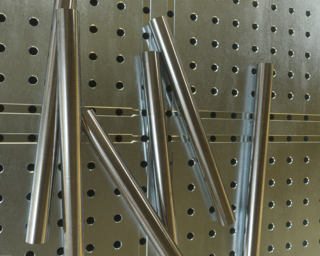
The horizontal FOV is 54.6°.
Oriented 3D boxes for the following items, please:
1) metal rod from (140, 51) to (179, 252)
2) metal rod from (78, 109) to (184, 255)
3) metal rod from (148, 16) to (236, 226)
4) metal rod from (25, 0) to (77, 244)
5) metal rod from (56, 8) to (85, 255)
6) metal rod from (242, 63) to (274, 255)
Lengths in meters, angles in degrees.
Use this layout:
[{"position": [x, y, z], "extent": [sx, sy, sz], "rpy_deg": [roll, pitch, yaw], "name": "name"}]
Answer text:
[{"position": [0.002, 0.050, 0.412], "extent": [0.025, 0.025, 0.298], "rpy_deg": [-7, 92, -20], "name": "metal rod"}, {"position": [-0.016, 0.111, 0.387], "extent": [0.025, 0.025, 0.299], "rpy_deg": [-32, 94, -17], "name": "metal rod"}, {"position": [0.047, -0.004, 0.429], "extent": [0.025, 0.025, 0.299], "rpy_deg": [-23, 98, -19], "name": "metal rod"}, {"position": [-0.127, -0.018, 0.365], "extent": [0.025, 0.025, 0.299], "rpy_deg": [7, 88, -20], "name": "metal rod"}, {"position": [-0.103, 0.019, 0.359], "extent": [0.025, 0.025, 0.298], "rpy_deg": [-2, 97, -20], "name": "metal rod"}, {"position": [0.147, 0.053, 0.466], "extent": [0.025, 0.025, 0.298], "rpy_deg": [6, 88, -20], "name": "metal rod"}]
